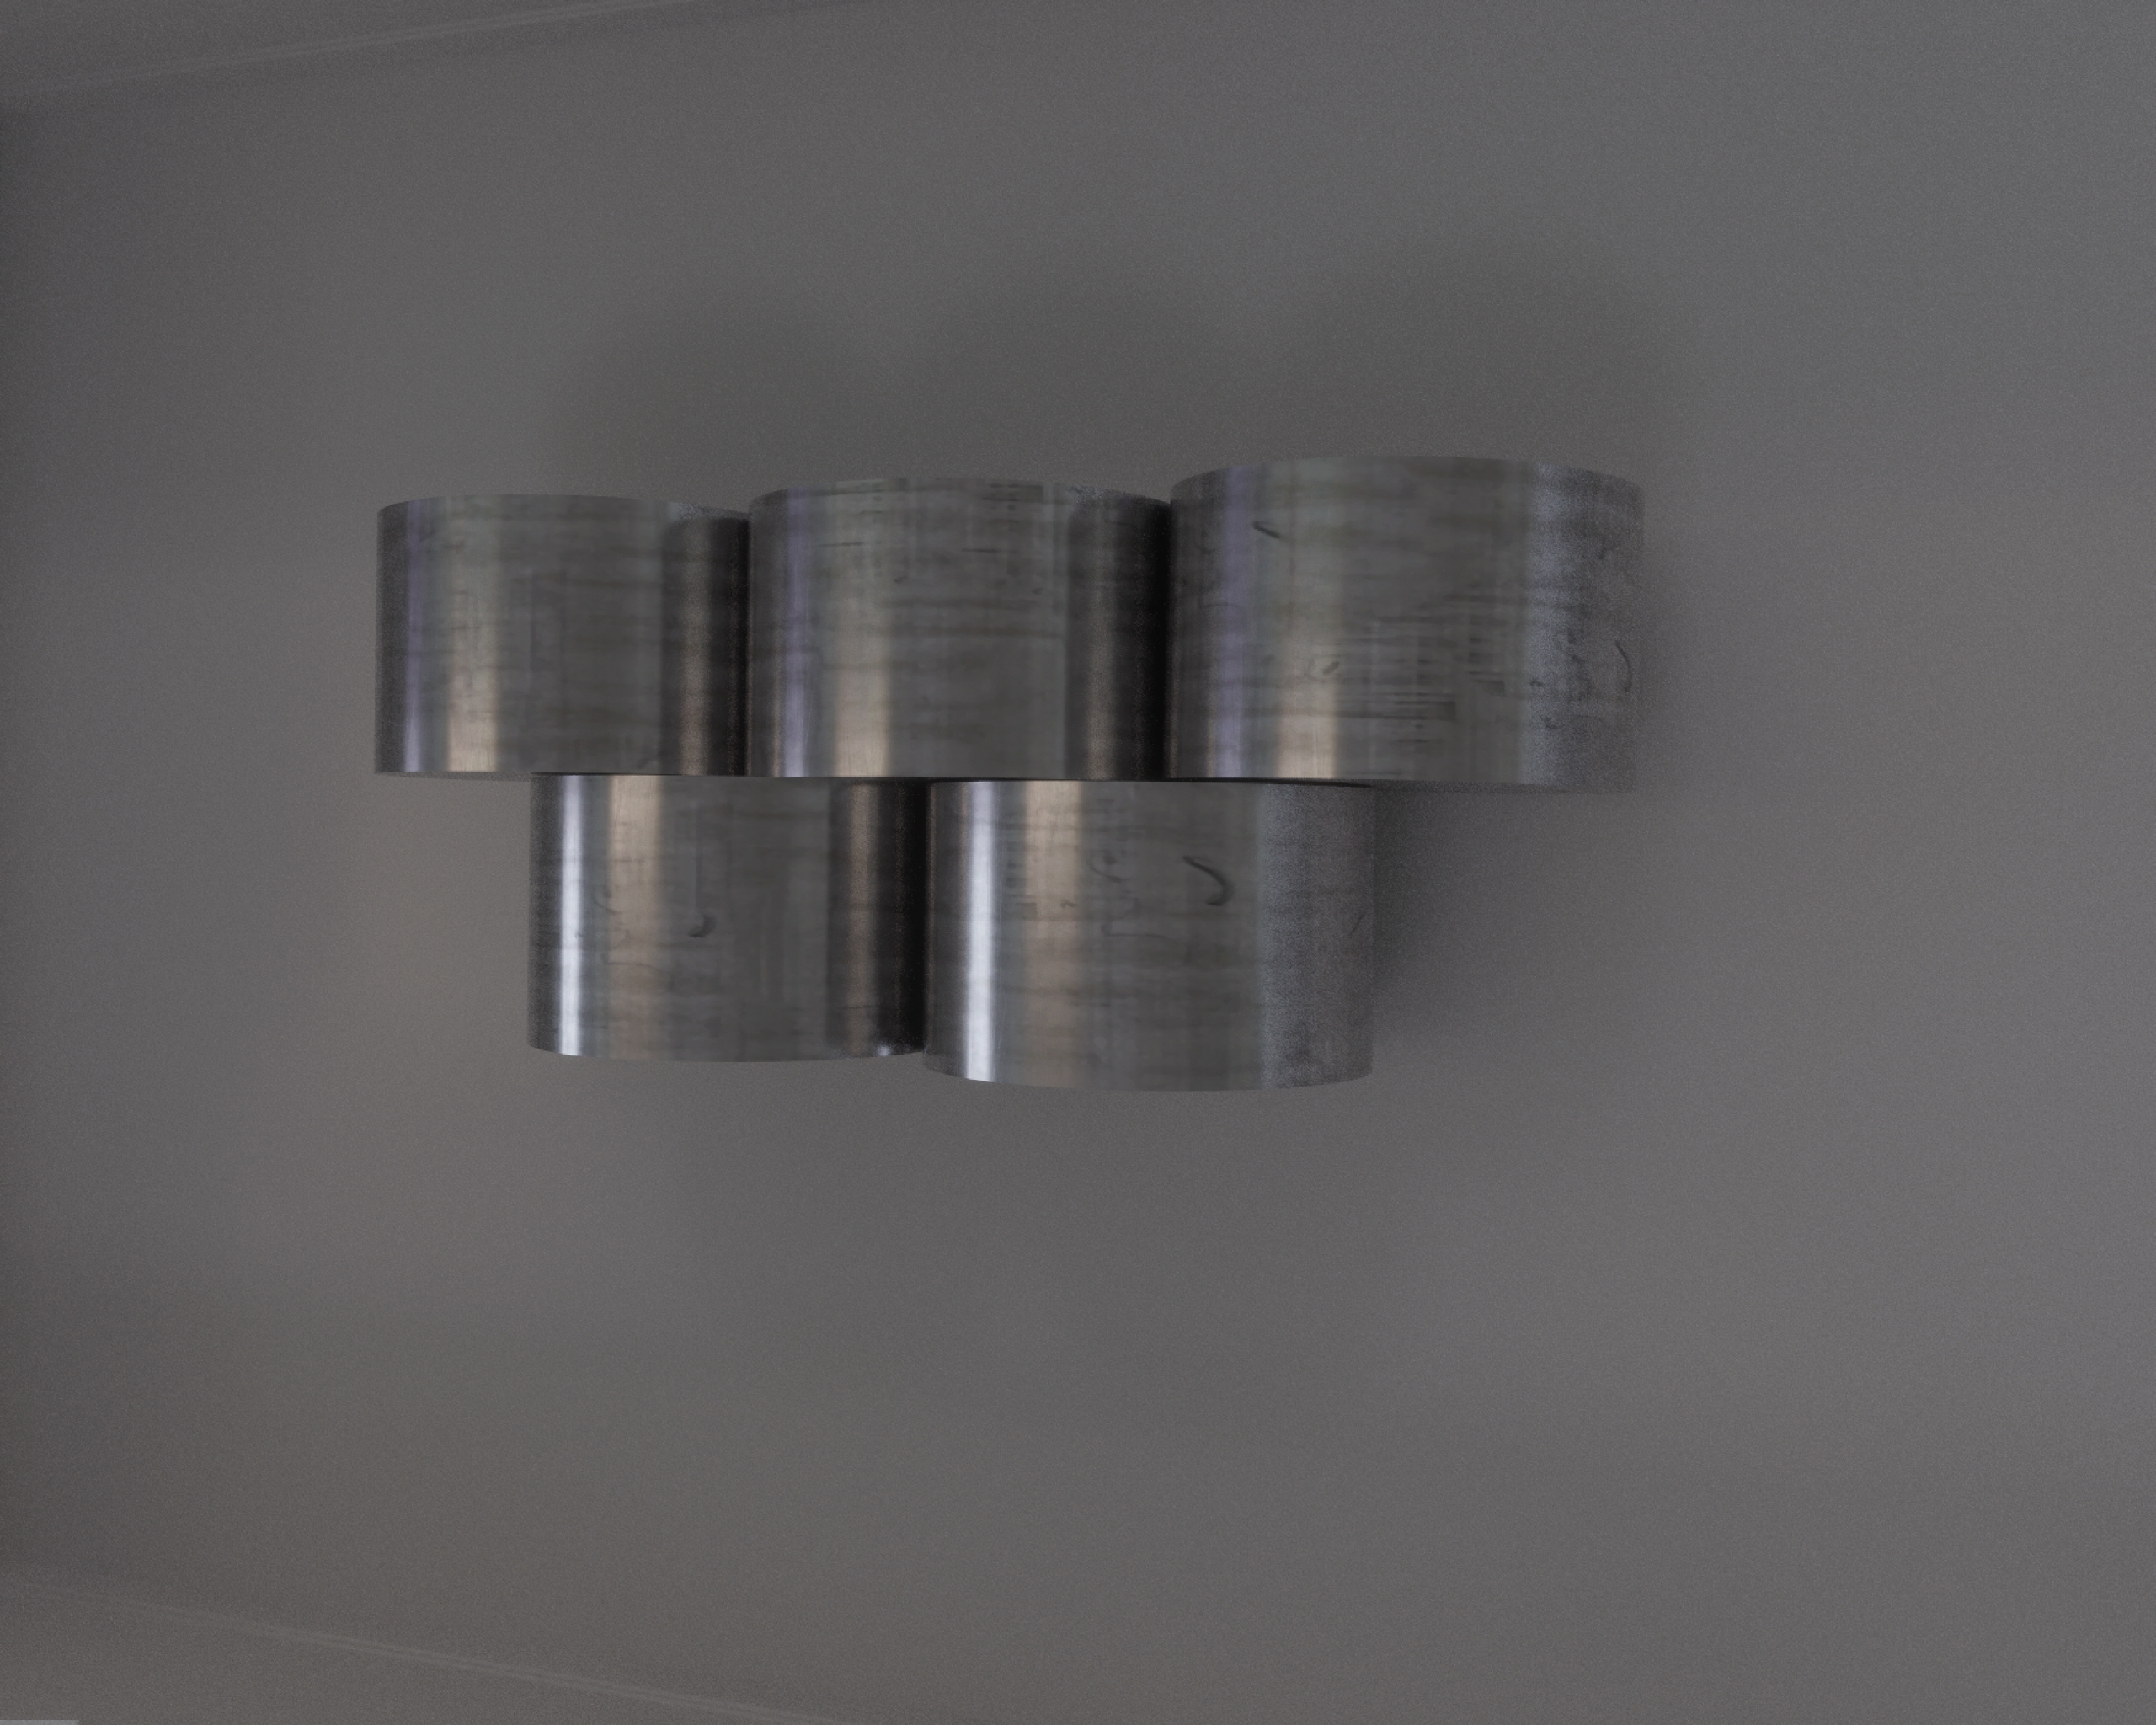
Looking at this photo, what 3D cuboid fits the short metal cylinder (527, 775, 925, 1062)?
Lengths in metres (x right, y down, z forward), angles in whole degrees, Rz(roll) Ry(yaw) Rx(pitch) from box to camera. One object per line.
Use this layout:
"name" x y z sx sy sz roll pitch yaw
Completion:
"short metal cylinder" -0.064 0.009 0.402 0.080 0.080 0.050 1 91 20

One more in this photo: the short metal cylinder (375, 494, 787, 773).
"short metal cylinder" -0.097 -0.042 0.414 0.080 0.080 0.050 1 91 20

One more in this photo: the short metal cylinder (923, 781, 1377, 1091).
"short metal cylinder" 0.013 0.011 0.375 0.080 0.080 0.050 1 91 20

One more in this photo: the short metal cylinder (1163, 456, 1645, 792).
"short metal cylinder" 0.055 -0.038 0.360 0.080 0.080 0.050 2 91 20

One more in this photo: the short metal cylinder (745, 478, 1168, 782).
"short metal cylinder" -0.021 -0.040 0.387 0.080 0.080 0.050 1 91 20
